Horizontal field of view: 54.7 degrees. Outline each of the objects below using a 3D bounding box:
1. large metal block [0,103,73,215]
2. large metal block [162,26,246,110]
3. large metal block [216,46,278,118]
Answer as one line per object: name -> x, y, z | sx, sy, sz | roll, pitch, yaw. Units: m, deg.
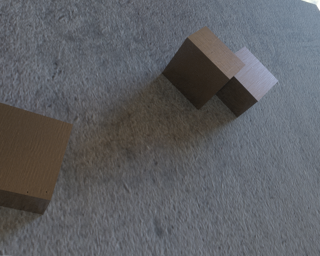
large metal block -> -0.138, 0.029, 0.296 | 0.081, 0.050, 0.080 | 18, 55, -18
large metal block -> 0.062, -0.087, 0.457 | 0.080, 0.080, 0.050 | 46, 51, 3
large metal block -> 0.134, -0.077, 0.509 | 0.080, 0.050, 0.080 | 48, 51, 5
